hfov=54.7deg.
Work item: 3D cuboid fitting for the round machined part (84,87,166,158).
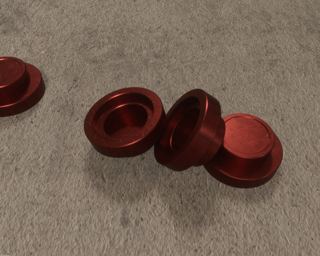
[{"bbox_3d":[-0.040,-0.002,0.384,0.098,0.042,0.098,-9,48,10],"label":"round machined part"}]

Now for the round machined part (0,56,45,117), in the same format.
[{"bbox_3d":[-0.221,-0.065,0.444,0.099,0.042,0.098,0,50,0],"label":"round machined part"}]

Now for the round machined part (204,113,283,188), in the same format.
[{"bbox_3d":[0.099,0.020,0.377,0.099,0.042,0.098,1,50,0],"label":"round machined part"}]

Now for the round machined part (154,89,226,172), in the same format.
[{"bbox_3d":[0.038,0.006,0.363,0.042,0.098,0.098,29,46,-22],"label":"round machined part"}]
